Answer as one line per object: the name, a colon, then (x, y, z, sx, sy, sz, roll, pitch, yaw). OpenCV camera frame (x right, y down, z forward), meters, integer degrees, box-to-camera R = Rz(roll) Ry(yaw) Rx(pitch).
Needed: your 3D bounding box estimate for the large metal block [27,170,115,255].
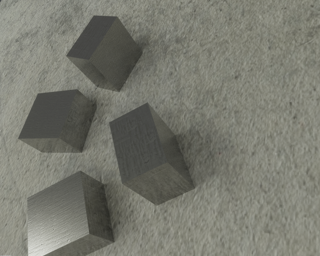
large metal block: (-0.110, 0.111, 0.376, 0.080, 0.050, 0.080, -28, 52, 10)

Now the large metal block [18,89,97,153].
large metal block: (-0.154, -0.009, 0.472, 0.080, 0.050, 0.080, -2, 61, 27)

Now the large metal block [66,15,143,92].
large metal block: (-0.083, -0.114, 0.480, 0.050, 0.080, 0.080, 16, 70, 34)

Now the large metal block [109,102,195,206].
large metal block: (-0.009, 0.032, 0.353, 0.050, 0.080, 0.080, -27, 53, 11)
